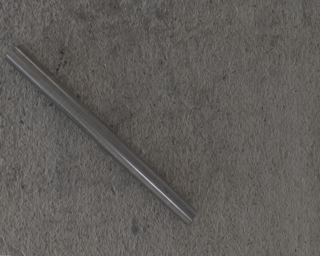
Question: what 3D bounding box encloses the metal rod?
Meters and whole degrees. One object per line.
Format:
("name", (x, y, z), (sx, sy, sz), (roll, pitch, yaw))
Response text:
("metal rod", (-0.062, 0.018, 0.385), (0.300, 0.025, 0.025), (45, 76, -15))
